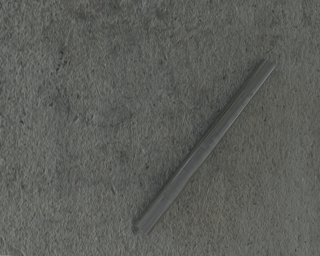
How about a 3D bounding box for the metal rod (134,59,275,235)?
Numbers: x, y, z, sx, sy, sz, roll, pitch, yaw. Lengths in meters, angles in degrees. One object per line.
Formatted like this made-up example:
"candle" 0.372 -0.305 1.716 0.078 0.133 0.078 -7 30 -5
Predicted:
"metal rod" 0.069 0.018 0.434 0.025 0.025 0.300 43 76 -15
